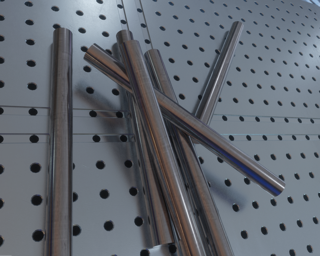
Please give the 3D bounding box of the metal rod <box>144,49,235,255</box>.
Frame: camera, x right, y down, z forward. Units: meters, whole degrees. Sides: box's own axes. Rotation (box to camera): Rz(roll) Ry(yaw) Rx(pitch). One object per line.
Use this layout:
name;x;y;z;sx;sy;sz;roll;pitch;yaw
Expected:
metal rod;0.031;0.020;0.411;0.025;0.025;0.299;-4;64;-30

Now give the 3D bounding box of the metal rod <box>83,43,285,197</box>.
metal rod;0.034;-0.007;0.396;0.301;0.025;0.025;36;51;-4

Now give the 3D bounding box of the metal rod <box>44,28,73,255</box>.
metal rod;-0.110;0.006;0.344;0.025;0.025;0.299;6;59;-25

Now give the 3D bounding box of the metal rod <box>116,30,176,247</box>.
metal rod;-0.024;-0.006;0.398;0.025;0.025;0.299;2;61;-27

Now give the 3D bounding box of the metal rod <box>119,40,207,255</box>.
metal rod;0.007;0.041;0.349;0.025;0.025;0.299;-12;79;-33

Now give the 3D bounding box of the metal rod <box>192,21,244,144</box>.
metal rod;0.101;-0.093;0.517;0.025;0.025;0.301;32;52;-8
